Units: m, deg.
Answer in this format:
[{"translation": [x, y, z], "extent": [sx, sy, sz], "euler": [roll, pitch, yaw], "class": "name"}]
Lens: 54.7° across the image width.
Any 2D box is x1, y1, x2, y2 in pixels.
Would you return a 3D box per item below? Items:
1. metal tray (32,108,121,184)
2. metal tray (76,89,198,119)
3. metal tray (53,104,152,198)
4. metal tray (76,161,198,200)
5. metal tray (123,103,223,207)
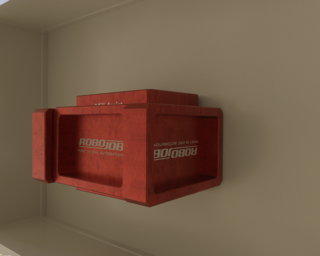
[{"translation": [-0.104, 0.020, 0.423], "extent": [0.030, 0.131, 0.089], "euler": [1, 91, 40], "class": "metal tray"}, {"translation": [-0.030, -0.026, 0.385], "extent": [0.130, 0.091, 0.030], "euler": [1, 91, 40], "class": "metal tray"}, {"translation": [-0.068, 0.021, 0.340], "extent": [0.130, 0.030, 0.089], "euler": [1, 90, 40], "class": "metal tray"}, {"translation": [-0.030, 0.063, 0.386], "extent": [0.130, 0.091, 0.030], "euler": [1, 90, 40], "class": "metal tray"}, {"translation": [0.020, 0.022, 0.319], "extent": [0.030, 0.131, 0.089], "euler": [1, 91, 40], "class": "metal tray"}]
